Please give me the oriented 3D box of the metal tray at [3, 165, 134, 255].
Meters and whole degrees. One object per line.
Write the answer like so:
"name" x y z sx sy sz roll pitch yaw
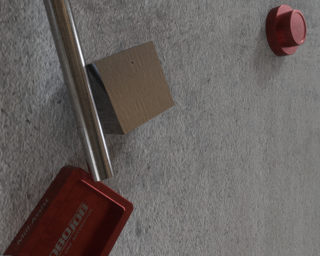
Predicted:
"metal tray" -0.095 0.116 0.323 0.090 0.030 0.130 44 63 -31

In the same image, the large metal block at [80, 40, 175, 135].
"large metal block" -0.039 -0.046 0.357 0.081 0.050 0.080 -32 110 -36

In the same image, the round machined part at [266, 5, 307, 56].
"round machined part" 0.253 -0.193 0.609 0.099 0.042 0.097 0 90 -40

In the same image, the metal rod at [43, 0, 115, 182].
"metal rod" -0.094 -0.093 0.307 0.025 0.025 0.298 -17 95 -39
